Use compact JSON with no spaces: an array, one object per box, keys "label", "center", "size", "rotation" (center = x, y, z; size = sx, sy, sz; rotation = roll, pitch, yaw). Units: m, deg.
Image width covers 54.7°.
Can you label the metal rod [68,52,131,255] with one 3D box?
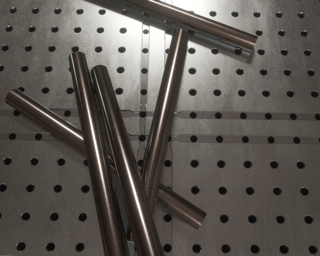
[{"label":"metal rod","center":[-0.078,0.022,0.374],"size":[0.025,0.025,0.299],"rotation":[-15,60,-6]}]

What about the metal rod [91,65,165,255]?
[{"label":"metal rod","center":[-0.042,0.035,0.356],"size":[0.025,0.025,0.299],"rotation":[-17,55,-6]}]

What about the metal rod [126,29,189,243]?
[{"label":"metal rod","center":[0.003,-0.008,0.397],"size":[0.025,0.025,0.300],"rotation":[11,64,3]}]

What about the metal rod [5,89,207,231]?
[{"label":"metal rod","center":[-0.076,0.035,0.398],"size":[0.301,0.025,0.025],"rotation":[32,73,10]}]

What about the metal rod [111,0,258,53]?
[{"label":"metal rod","center":[0.003,-0.182,0.478],"size":[0.301,0.025,0.025],"rotation":[23,72,8]}]
